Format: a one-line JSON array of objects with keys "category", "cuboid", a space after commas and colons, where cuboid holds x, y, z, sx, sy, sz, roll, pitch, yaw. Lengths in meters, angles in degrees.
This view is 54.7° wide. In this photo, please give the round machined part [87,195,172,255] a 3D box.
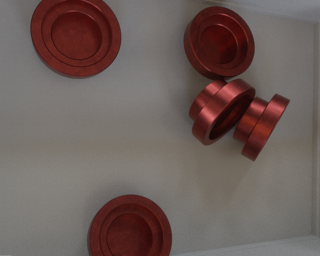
[{"category": "round machined part", "cuboid": [-0.039, 0.134, 0.376, 0.099, 0.042, 0.098, 9, 62, -18]}]

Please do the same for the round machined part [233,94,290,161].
[{"category": "round machined part", "cuboid": [0.138, -0.005, 0.435, 0.042, 0.098, 0.098, 31, 78, 18]}]

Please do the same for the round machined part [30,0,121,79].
[{"category": "round machined part", "cuboid": [-0.099, -0.107, 0.365, 0.099, 0.042, 0.097, 0, 90, -21]}]

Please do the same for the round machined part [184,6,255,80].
[{"category": "round machined part", "cuboid": [0.077, -0.112, 0.426, 0.099, 0.042, 0.097, 3, 81, -20]}]

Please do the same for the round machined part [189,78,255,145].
[{"category": "round machined part", "cuboid": [0.077, -0.027, 0.412, 0.098, 0.098, 0.042, -39, 66, -16]}]
